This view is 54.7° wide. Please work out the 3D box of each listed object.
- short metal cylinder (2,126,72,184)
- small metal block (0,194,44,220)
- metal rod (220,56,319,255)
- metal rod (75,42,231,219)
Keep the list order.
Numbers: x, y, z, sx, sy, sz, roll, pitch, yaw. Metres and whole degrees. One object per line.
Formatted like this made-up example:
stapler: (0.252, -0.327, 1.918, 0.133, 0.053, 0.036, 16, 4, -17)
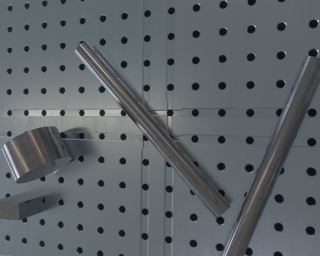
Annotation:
short metal cylinder: (-0.176, 0.039, 0.445, 0.080, 0.080, 0.050, -31, 80, 17)
small metal block: (-0.217, 0.121, 0.476, 0.050, 0.050, 0.025, -1, 90, 20)
metal rod: (0.125, 0.062, 0.368, 0.025, 0.025, 0.298, 23, 97, 18)
metal rod: (-0.017, -0.006, 0.418, 0.025, 0.025, 0.300, -45, 77, 14)
